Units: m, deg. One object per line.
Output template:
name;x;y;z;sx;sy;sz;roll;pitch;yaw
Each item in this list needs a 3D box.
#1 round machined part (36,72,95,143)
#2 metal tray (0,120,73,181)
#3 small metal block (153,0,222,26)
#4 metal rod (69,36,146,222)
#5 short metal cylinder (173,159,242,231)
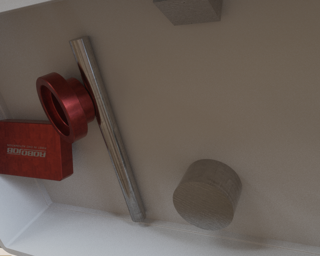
round machined part;-0.126;-0.031;0.427;0.098;0.042;0.097;36;142;35
metal tray;-0.207;0.033;0.505;0.130;0.030;0.089;3;100;19
small metal block;0.028;-0.123;0.297;0.050;0.050;0.025;3;84;26
metal rod;-0.069;0.018;0.454;0.025;0.025;0.298;0;119;28
short metal cylinder;0.064;0.088;0.413;0.080;0.050;0.079;13;124;20
